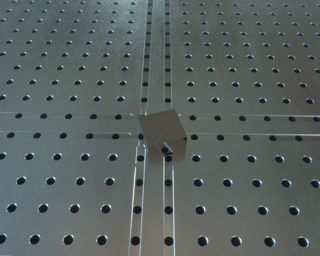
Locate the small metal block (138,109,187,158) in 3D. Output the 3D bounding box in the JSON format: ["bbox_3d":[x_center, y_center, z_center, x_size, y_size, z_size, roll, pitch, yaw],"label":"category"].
[{"bbox_3d":[0.002,0.006,0.403,0.050,0.025,0.050,-13,51,-11],"label":"small metal block"}]
